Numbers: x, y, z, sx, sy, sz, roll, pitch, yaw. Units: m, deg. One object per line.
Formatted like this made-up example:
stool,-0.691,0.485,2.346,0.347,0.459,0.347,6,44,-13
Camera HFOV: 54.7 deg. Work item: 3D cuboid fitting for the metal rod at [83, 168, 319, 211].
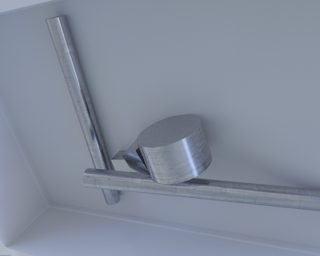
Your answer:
metal rod,0.052,0.075,0.382,0.301,0.025,0.025,4,121,10

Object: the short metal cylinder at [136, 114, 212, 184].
short metal cylinder,0.018,0.024,0.377,0.080,0.080,0.050,-6,115,31

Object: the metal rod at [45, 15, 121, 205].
metal rod,-0.105,-0.009,0.456,0.025,0.025,0.298,3,120,26

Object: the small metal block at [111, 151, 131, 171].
small metal block,-0.039,0.061,0.465,0.050,0.025,0.050,-4,117,29

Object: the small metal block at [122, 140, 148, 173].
small metal block,-0.018,0.041,0.426,0.025,0.050,0.050,-20,108,35
